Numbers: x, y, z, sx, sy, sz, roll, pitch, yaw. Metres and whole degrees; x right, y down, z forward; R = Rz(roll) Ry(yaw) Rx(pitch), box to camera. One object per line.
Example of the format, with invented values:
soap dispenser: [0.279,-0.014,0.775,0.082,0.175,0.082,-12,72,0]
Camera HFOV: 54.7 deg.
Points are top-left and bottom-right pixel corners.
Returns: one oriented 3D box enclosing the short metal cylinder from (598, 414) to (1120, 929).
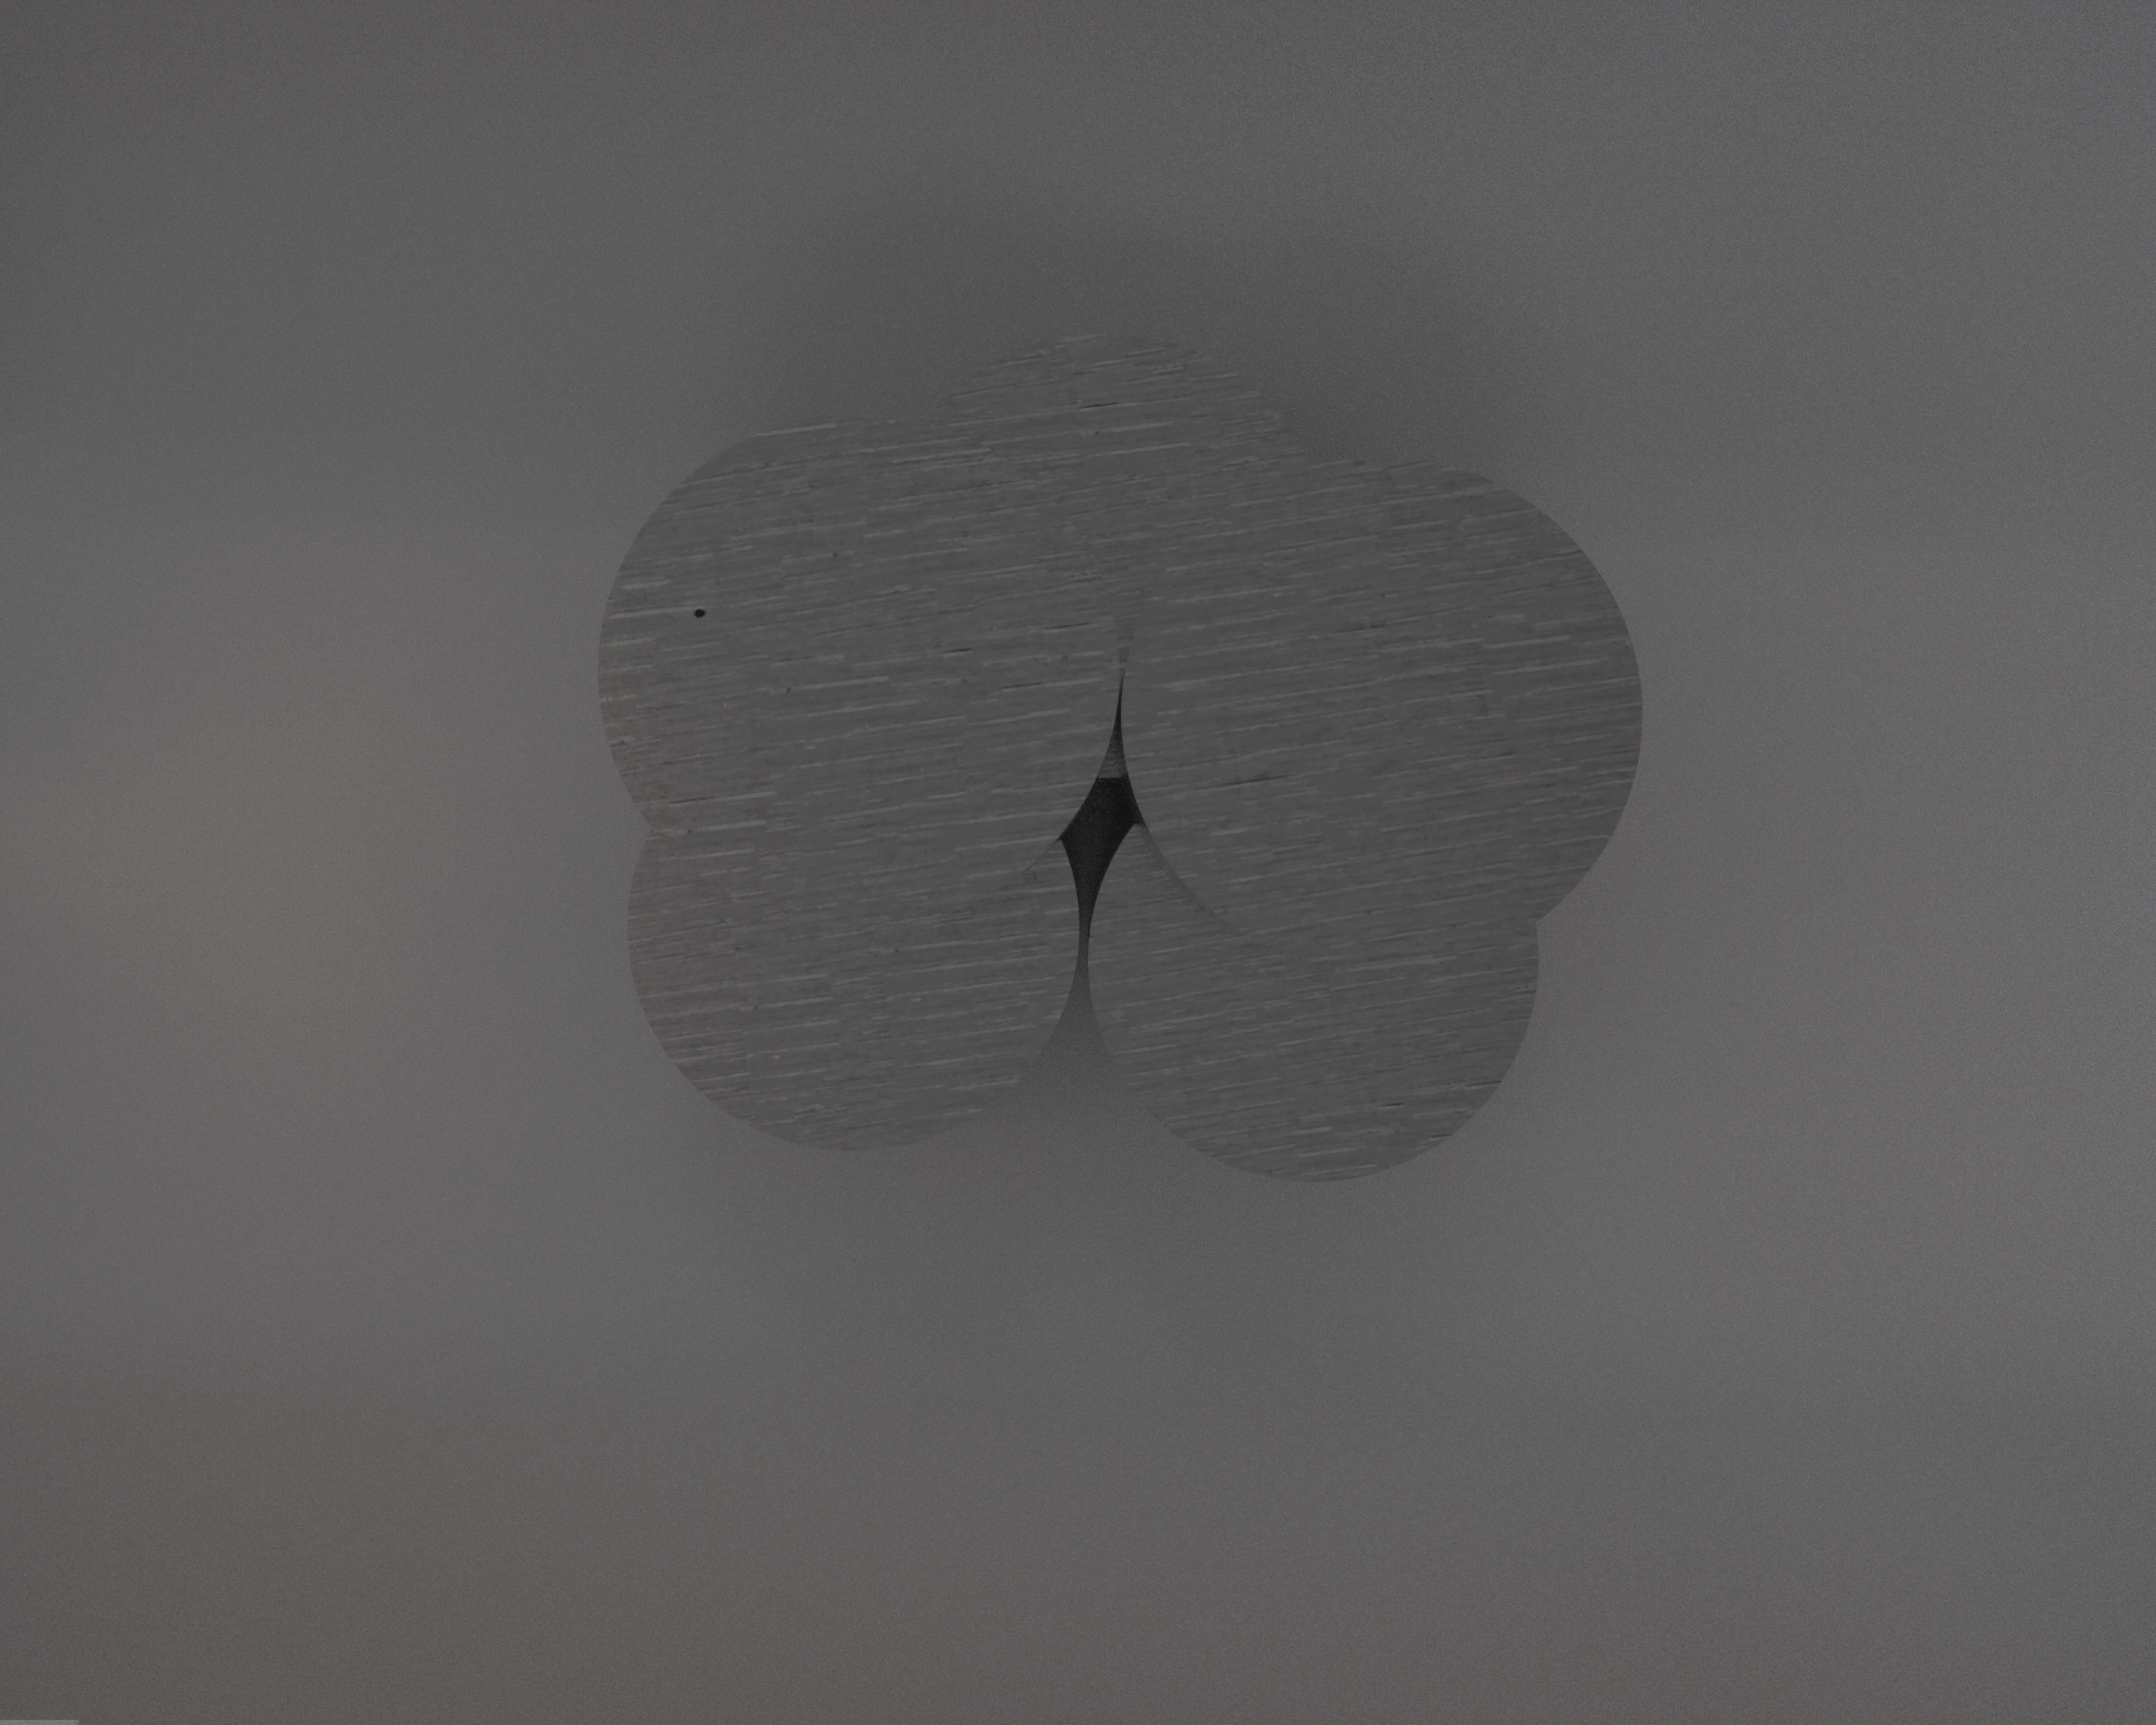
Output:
short metal cylinder: [-0.034,-0.030,0.347,0.081,0.050,0.080,0,90,0]

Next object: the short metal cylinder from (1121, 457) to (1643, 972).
short metal cylinder: [0.047,-0.023,0.347,0.081,0.050,0.080,0,90,0]

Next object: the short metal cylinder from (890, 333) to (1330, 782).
short metal cylinder: [0.005,-0.055,0.397,0.081,0.050,0.080,0,90,0]

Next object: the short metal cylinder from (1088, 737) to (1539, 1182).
short metal cylinder: [0.042,0.017,0.397,0.081,0.050,0.080,0,90,0]

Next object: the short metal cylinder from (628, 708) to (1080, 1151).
short metal cylinder: [-0.040,0.011,0.397,0.081,0.050,0.080,0,90,0]
